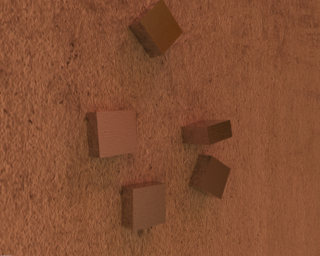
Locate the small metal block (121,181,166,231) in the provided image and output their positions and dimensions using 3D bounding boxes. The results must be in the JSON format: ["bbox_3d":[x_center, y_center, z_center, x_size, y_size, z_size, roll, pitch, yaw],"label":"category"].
[{"bbox_3d":[-0.020,0.096,0.388,0.050,0.025,0.050,-1,91,-40],"label":"small metal block"}]

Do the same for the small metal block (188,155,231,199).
[{"bbox_3d":[0.076,0.074,0.468,0.050,0.025,0.050,34,69,-35],"label":"small metal block"}]

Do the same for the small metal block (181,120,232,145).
[{"bbox_3d":[0.067,0.005,0.444,0.050,0.050,0.025,-15,100,-39],"label":"small metal block"}]

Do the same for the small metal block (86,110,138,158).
[{"bbox_3d":[-0.055,0.005,0.358,0.050,0.025,0.050,-6,94,-40],"label":"small metal block"}]

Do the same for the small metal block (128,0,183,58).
[{"bbox_3d":[-0.005,-0.128,0.400,0.050,0.025,0.050,52,60,-28],"label":"small metal block"}]
